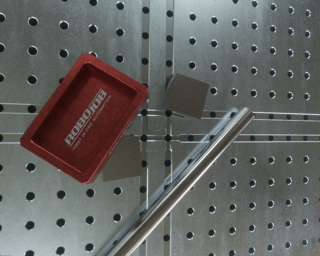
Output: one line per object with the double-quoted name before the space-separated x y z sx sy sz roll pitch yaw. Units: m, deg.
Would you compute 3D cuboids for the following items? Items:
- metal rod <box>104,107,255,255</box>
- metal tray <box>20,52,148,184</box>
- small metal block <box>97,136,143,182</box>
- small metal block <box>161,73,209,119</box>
"metal rod" 0.027 0.081 0.422 0.301 0.025 0.025 -45 104 -14
"metal tray" -0.084 -0.012 0.362 0.090 0.030 0.130 31 79 4
"small metal block" -0.052 0.038 0.393 0.050 0.025 0.050 -7 93 -20
"small metal block" 0.034 -0.042 0.425 0.050 0.025 0.050 16 85 -19
